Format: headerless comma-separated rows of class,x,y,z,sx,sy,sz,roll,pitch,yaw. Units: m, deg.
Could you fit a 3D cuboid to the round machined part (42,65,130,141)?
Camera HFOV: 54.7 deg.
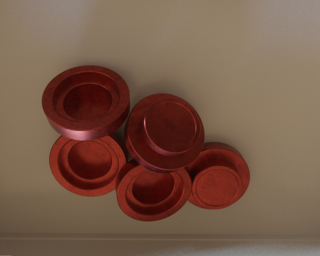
round machined part,-0.085,-0.026,0.371,0.099,0.098,0.042,3,146,-2

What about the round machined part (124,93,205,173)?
round machined part,0.009,0.002,0.372,0.099,0.042,0.098,6,70,-16

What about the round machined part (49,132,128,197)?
round machined part,-0.091,0.039,0.413,0.099,0.042,0.097,0,110,-1

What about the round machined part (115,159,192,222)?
round machined part,-0.011,0.074,0.415,0.099,0.042,0.097,-6,117,-12

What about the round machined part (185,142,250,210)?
round machined part,0.076,0.072,0.428,0.099,0.042,0.097,0,110,-1
